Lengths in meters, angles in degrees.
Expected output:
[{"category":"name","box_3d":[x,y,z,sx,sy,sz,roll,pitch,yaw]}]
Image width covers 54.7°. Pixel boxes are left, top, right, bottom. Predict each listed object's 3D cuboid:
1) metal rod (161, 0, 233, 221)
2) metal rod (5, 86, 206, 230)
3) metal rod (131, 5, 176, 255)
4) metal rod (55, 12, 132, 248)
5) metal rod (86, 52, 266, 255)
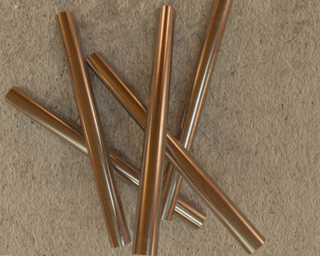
[{"category":"metal rod","box_3d":[0.044,-0.033,0.396,0.025,0.025,0.299,16,85,0]},{"category":"metal rod","box_3d":[-0.070,0.040,0.409,0.301,0.025,0.025,34,90,0]},{"category":"metal rod","box_3d":[-0.003,-0.016,0.354,0.025,0.025,0.299,5,68,0]},{"category":"metal rod","box_3d":[-0.086,-0.005,0.388,0.025,0.025,0.299,-16,82,0]},{"category":"metal rod","box_3d":[0.008,0.017,0.369,0.025,0.025,0.300,-41,74,0]}]
